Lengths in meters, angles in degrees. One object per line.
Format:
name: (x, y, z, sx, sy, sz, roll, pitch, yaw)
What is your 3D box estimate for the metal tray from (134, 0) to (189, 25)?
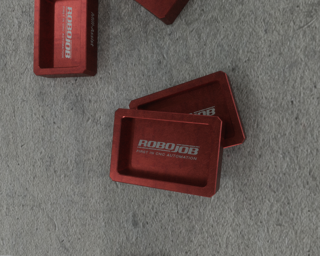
metal tray: (-0.012, -0.211, 0.411, 0.130, 0.030, 0.090, 41, 103, 15)

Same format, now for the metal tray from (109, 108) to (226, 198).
metal tray: (0.007, 0.026, 0.371, 0.130, 0.030, 0.089, 6, 92, 19)

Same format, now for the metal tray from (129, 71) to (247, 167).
metal tray: (0.033, -0.009, 0.394, 0.130, 0.030, 0.090, -17, 85, 19)

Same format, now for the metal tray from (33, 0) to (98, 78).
metal tray: (-0.138, -0.141, 0.455, 0.090, 0.030, 0.129, 1, 90, 20)
